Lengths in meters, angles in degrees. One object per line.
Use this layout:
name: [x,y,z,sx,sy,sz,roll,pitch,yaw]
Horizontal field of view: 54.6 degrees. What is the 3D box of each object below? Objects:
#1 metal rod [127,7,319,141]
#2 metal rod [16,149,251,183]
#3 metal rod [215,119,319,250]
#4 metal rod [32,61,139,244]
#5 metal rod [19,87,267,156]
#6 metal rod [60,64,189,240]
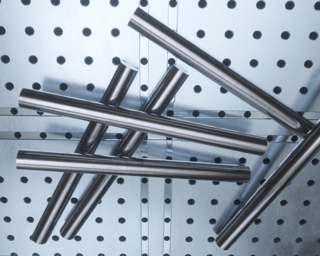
metal rod: [0.095,-0.056,0.393,0.301,0.025,0.025,31,107,-11]
metal rod: [-0.025,0.052,0.408,0.302,0.025,0.025,5,110,-12]
metal rod: [0.167,0.063,0.418,0.025,0.025,0.298,27,115,-10]
metal rod: [-0.111,0.045,0.429,0.025,0.025,0.299,28,108,-10]
metal rod: [-0.016,-0.006,0.383,0.302,0.025,0.025,11,110,-5]
metal rod: [-0.057,0.043,0.428,0.025,0.025,0.299,32,107,-11]
